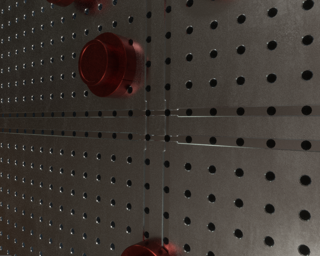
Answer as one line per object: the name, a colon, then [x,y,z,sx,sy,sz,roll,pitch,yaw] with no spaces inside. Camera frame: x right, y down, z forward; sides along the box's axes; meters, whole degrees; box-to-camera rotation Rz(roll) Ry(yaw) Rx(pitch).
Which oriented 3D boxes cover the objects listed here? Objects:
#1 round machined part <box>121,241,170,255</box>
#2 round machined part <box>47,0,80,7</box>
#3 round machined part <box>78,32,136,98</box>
round machined part: [-0.024,0.208,0.416,0.098,0.042,0.097,0,90,39]
round machined part: [-0.156,-0.255,0.524,0.098,0.042,0.097,0,90,39]
round machined part: [-0.086,-0.095,0.466,0.098,0.042,0.097,0,90,39]
